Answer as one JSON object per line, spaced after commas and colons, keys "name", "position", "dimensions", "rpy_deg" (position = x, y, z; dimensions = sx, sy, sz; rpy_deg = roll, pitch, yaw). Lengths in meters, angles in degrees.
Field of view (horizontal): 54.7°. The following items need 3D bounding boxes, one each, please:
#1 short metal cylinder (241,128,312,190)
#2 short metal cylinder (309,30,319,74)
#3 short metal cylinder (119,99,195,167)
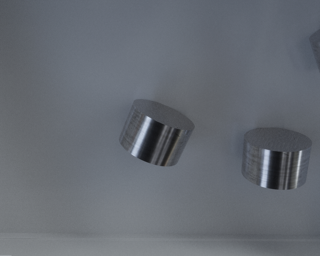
{"name": "short metal cylinder", "position": [0.148, 0.037, 0.398], "dimensions": [0.081, 0.080, 0.050], "rpy_deg": [-1, 110, 0]}
{"name": "short metal cylinder", "position": [0.219, -0.093, 0.351], "dimensions": [0.080, 0.080, 0.050], "rpy_deg": [-25, 109, 8]}
{"name": "short metal cylinder", "position": [-0.004, 0.004, 0.384], "dimensions": [0.080, 0.080, 0.050], "rpy_deg": [21, 109, -8]}
